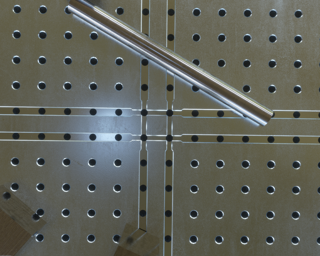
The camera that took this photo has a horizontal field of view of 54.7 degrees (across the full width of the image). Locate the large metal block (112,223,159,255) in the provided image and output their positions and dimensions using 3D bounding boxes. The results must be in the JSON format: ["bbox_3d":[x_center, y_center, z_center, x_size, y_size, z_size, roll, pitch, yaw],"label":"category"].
[{"bbox_3d":[-0.041,0.177,0.386,0.050,0.080,0.080,25,90,0],"label":"large metal block"}]

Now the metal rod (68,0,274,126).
[{"bbox_3d":[0.014,-0.090,0.413,0.301,0.025,0.025,31,90,0],"label":"metal rod"}]

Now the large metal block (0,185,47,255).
[{"bbox_3d":[-0.212,0.134,0.399,0.080,0.050,0.080,41,90,0],"label":"large metal block"}]
